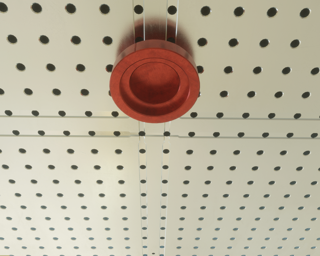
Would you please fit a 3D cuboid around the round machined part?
[{"bbox_3d":[-0.006,-0.056,0.353,0.099,0.042,0.097,-1,130,0],"label":"round machined part"}]
